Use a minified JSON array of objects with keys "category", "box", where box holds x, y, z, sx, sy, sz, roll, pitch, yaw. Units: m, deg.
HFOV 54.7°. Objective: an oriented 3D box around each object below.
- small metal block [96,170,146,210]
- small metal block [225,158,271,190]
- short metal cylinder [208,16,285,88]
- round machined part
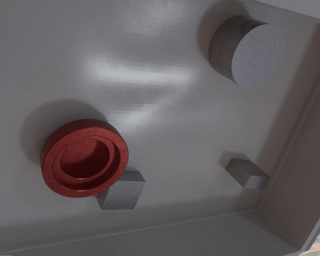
[{"category":"small metal block","box":[-0.055,0.087,0.434,0.050,0.025,0.050,9,114,-33]},{"category":"small metal block","box":[0.149,0.077,0.525,0.050,0.050,0.025,11,113,-34]},{"category":"short metal cylinder","box":[0.110,-0.097,0.395,0.081,0.050,0.079,-14,125,-21]},{"category":"round machined part","box":[-0.091,0.032,0.369,0.099,0.042,0.097,-14,125,-21]}]
